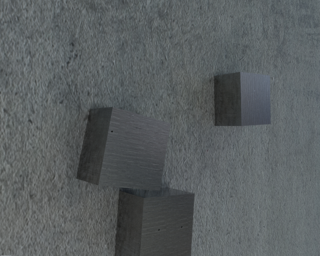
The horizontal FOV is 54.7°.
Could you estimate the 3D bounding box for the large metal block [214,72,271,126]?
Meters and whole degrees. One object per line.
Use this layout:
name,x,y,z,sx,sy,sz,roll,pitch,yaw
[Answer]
large metal block,0.134,-0.045,0.500,0.081,0.050,0.079,-3,92,-40

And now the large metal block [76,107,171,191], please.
large metal block,-0.040,0.025,0.354,0.081,0.050,0.080,15,81,-39

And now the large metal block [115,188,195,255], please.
large metal block,-0.006,0.119,0.384,0.081,0.050,0.080,6,86,-40
